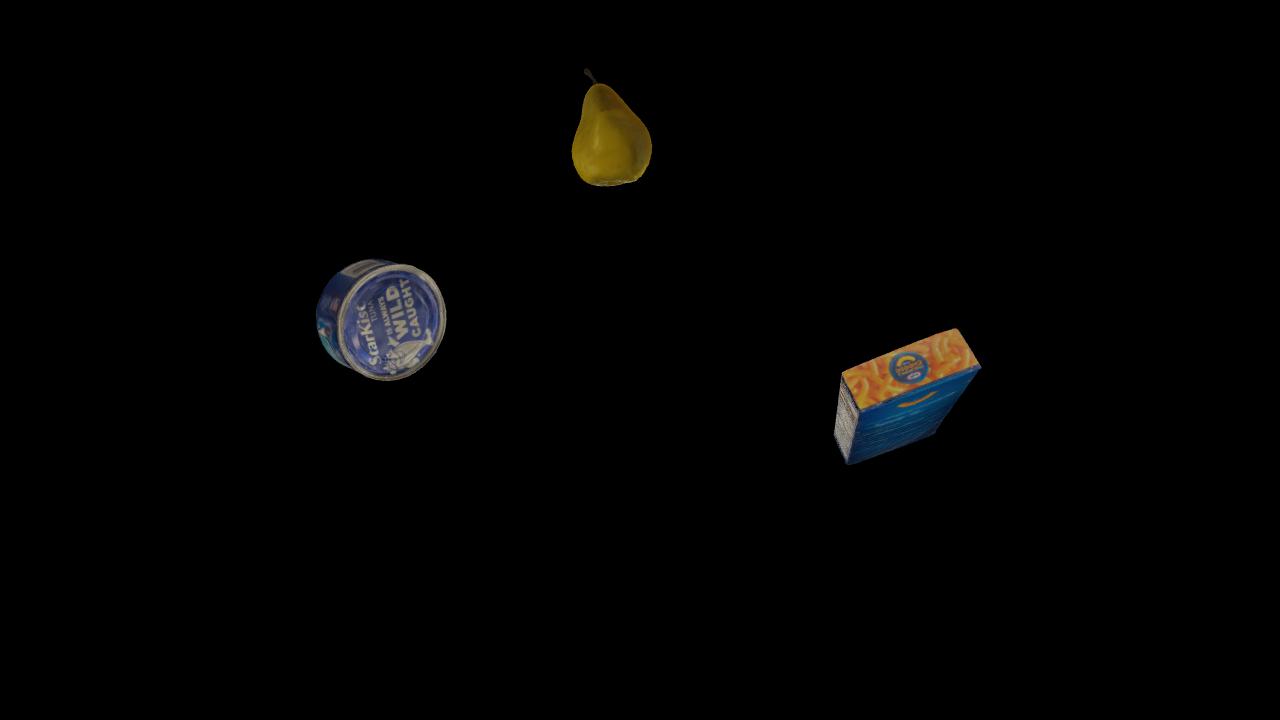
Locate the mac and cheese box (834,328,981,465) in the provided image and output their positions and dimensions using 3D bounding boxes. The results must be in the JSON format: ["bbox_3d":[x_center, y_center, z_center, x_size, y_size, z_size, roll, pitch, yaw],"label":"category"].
[{"bbox_3d":[0.219,0.040,0.529,0.093,0.041,0.184,-21,-26,6],"label":"mac and cheese box"}]

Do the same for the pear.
[{"bbox_3d":[-0.029,-0.227,0.595,0.080,0.111,0.080,-4,8,1],"label":"pear"}]

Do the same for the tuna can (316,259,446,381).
[{"bbox_3d":[-0.184,-0.029,0.440,0.034,0.084,0.084,17,9,33],"label":"tuna can"}]
